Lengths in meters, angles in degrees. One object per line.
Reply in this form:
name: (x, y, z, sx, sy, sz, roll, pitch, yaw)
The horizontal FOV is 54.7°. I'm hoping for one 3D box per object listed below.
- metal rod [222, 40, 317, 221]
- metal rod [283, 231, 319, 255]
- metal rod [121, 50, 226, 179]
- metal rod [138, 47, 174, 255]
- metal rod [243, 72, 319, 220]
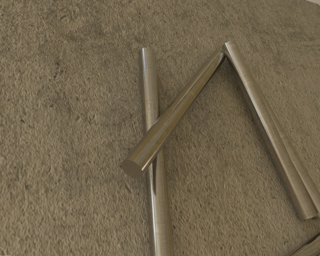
metal rod: (0.164, -0.007, 0.484, 0.025, 0.025, 0.299, -8, 69, -32)
metal rod: (0.204, 0.162, 0.414, 0.303, 0.025, 0.025, -12, 68, -33)
metal rod: (0.036, -0.040, 0.424, 0.025, 0.025, 0.301, 40, 44, -2)
metal rod: (-0.008, 0.019, 0.387, 0.025, 0.025, 0.299, 9, 58, -24)
metal rod: (0.184, -0.001, 0.502, 0.025, 0.025, 0.299, -10, 67, -32)
